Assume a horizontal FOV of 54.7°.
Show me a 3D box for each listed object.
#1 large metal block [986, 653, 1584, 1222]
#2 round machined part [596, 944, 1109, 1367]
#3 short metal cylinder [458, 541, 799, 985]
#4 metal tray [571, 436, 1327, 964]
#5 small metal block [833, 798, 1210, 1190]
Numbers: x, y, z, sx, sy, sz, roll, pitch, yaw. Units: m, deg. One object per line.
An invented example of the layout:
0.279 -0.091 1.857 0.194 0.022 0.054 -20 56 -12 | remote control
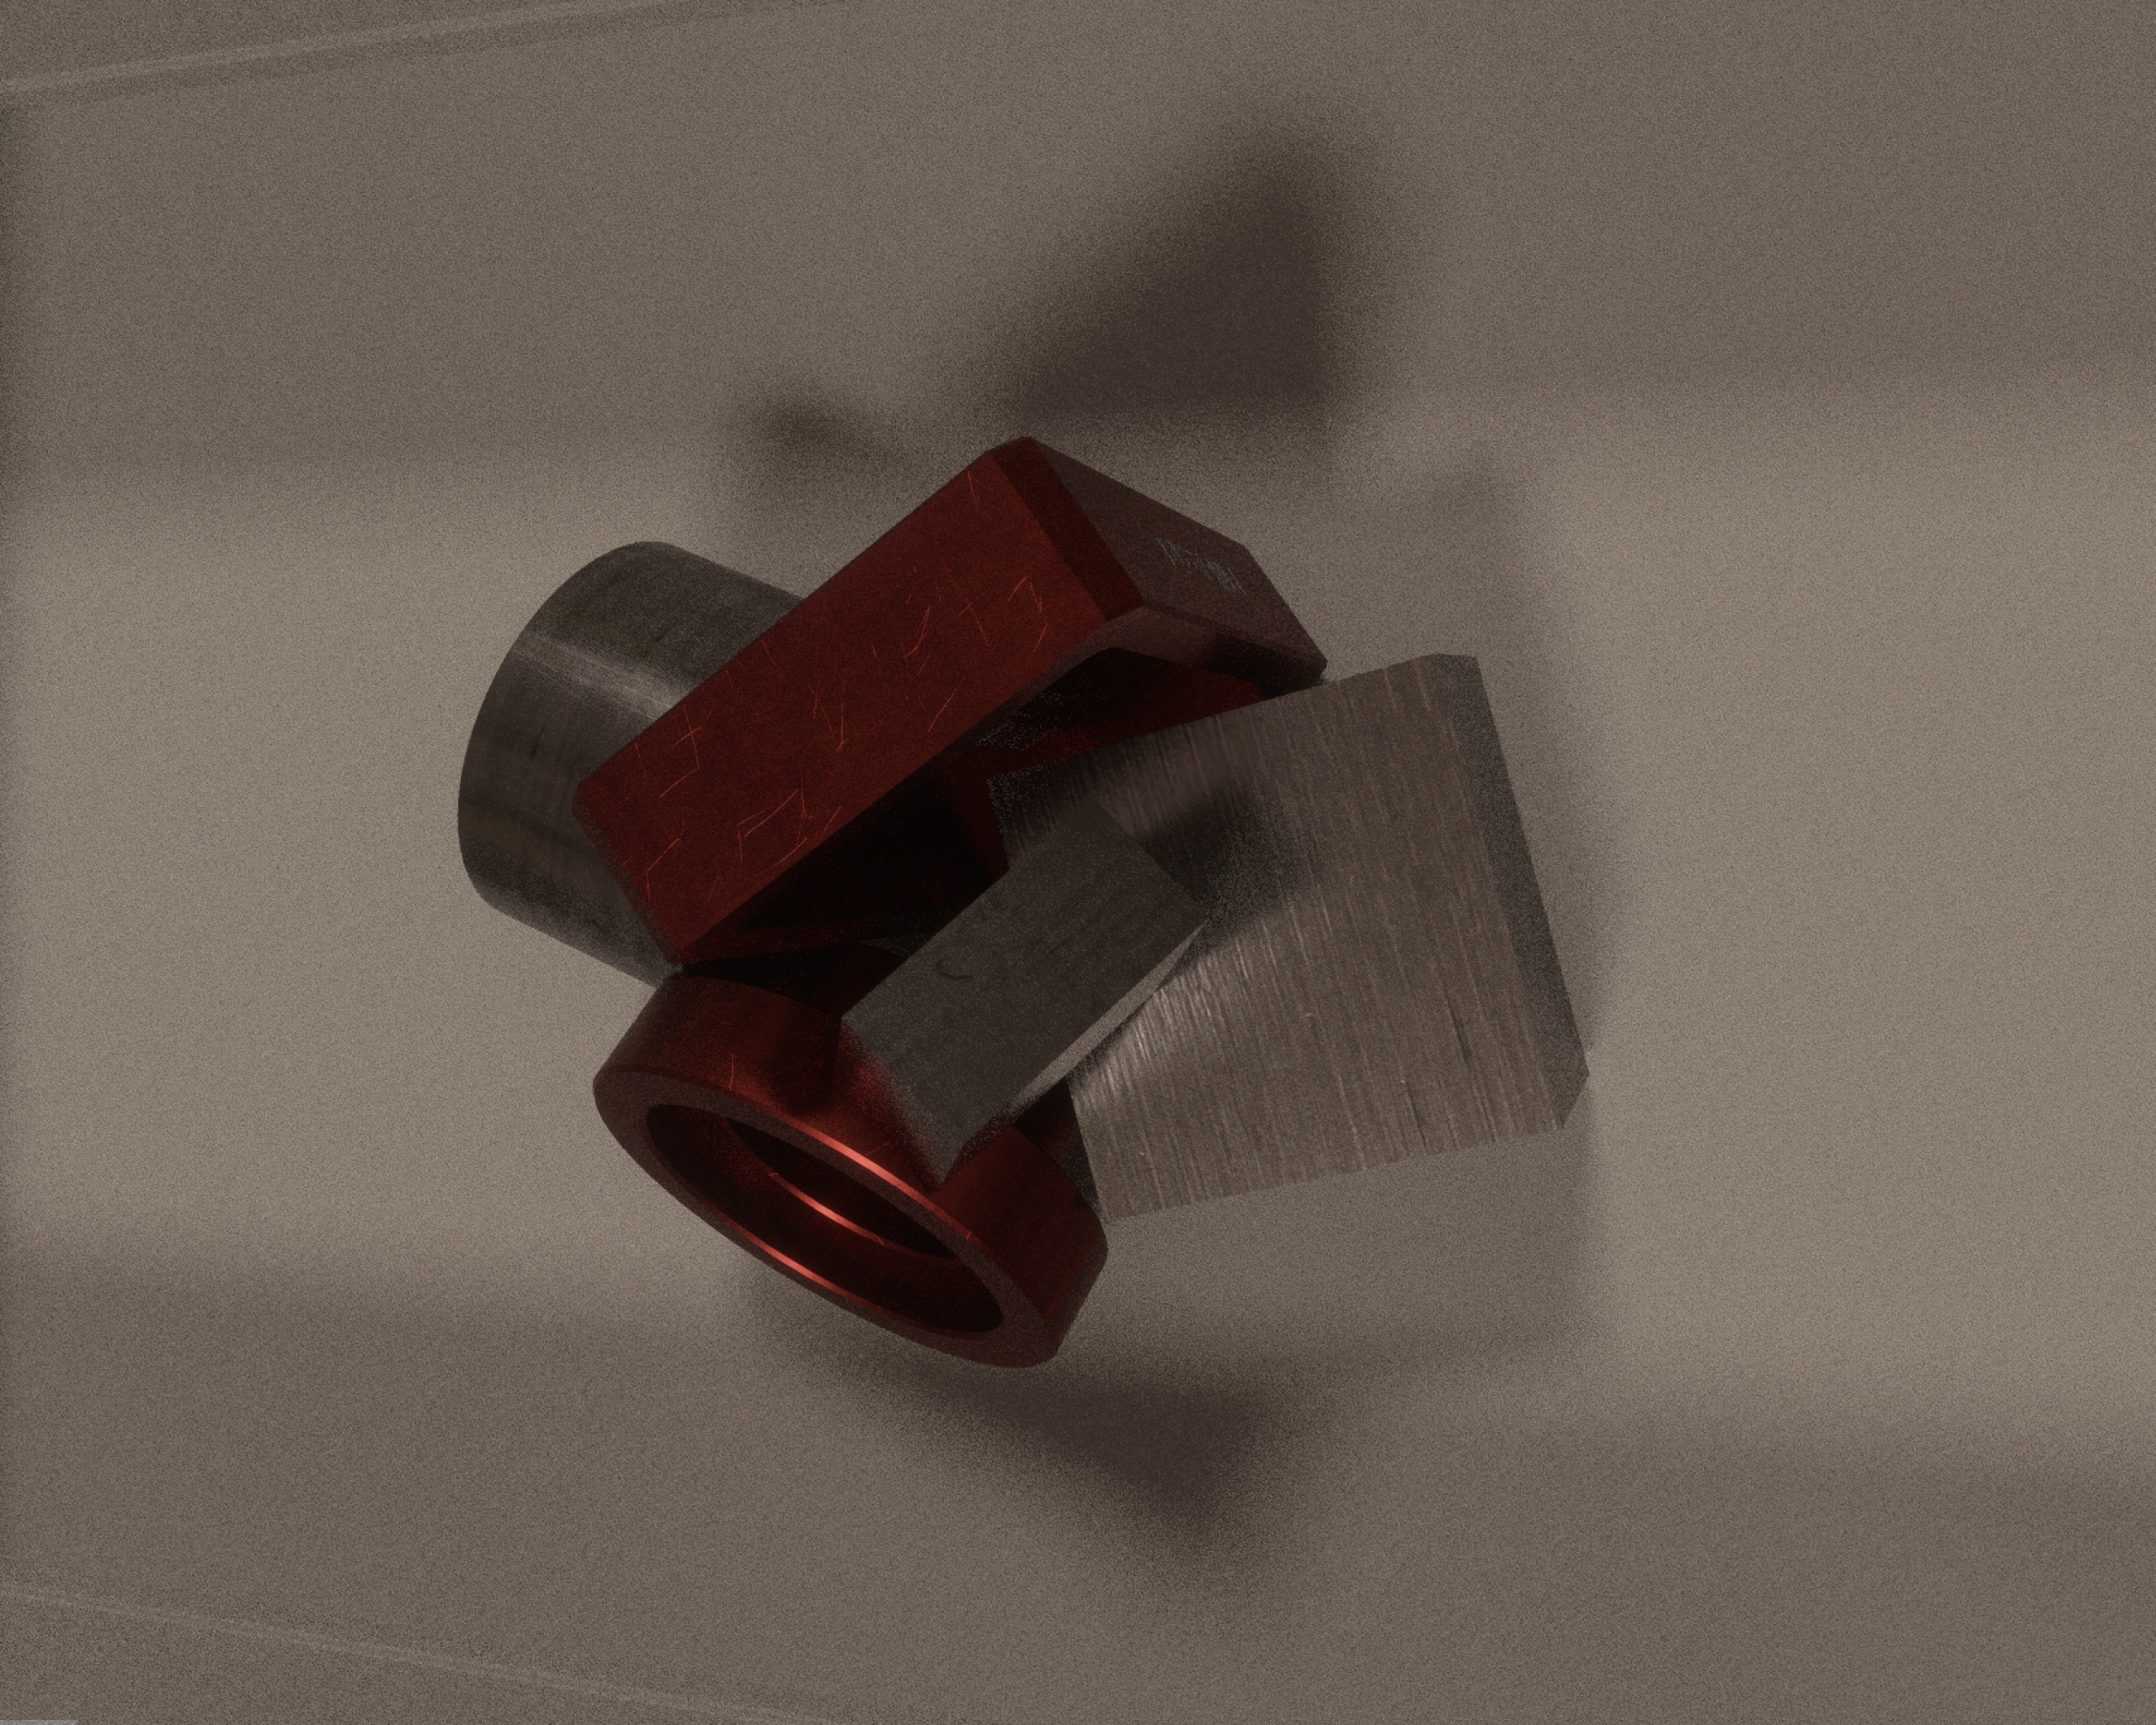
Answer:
0.039 0.012 0.373 0.080 0.050 0.080 -15 90 19 | large metal block
-0.037 0.051 0.392 0.098 0.098 0.042 22 62 18 | round machined part
-0.073 -0.016 0.404 0.050 0.080 0.080 24 98 18 | short metal cylinder
-0.014 -0.023 0.357 0.090 0.130 0.030 -37 80 16 | metal tray
-0.010 0.022 0.326 0.050 0.050 0.025 -42 83 -18 | small metal block
